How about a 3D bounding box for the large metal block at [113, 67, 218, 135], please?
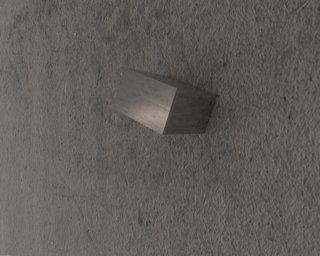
[{"bbox_3d":[0.007,-0.031,0.364,0.080,0.081,0.050,28,108,36],"label":"large metal block"}]
